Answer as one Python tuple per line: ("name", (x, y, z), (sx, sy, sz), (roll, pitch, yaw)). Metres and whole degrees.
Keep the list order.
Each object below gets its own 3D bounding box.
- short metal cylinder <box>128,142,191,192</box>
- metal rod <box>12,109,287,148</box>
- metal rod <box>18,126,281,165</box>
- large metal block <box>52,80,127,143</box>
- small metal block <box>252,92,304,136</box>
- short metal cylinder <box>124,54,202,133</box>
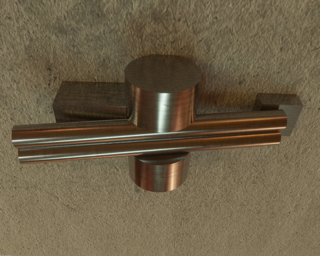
("short metal cylinder", (-0.001, 0.036, 0.403), (0.081, 0.080, 0.050), (1, 130, -1))
("metal rod", (-0.004, 0.000, 0.350), (0.302, 0.025, 0.025), (-4, 131, -8))
("metal rod", (-0.005, 0.019, 0.366), (0.302, 0.025, 0.025), (-4, 131, -8))
("large metal block", (-0.079, -0.010, 0.383), (0.081, 0.050, 0.079), (1, 130, -2))
("small metal block", (0.146, -0.017, 0.396), (0.050, 0.025, 0.050), (2, 130, -2))
("short metal cylinder", (0.003, -0.040, 0.339), (0.081, 0.080, 0.050), (1, 130, -1))
